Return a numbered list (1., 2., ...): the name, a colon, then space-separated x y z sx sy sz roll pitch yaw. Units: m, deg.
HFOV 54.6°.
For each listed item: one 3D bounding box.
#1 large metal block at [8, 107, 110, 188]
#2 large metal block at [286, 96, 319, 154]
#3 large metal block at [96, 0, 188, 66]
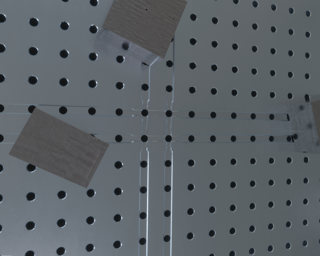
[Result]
1. large metal block: -0.110 0.020 0.343 0.080 0.080 0.050 29 81 -18
2. large metal block: 0.259 -0.009 0.494 0.081 0.050 0.080 -16 95 -19
3. large metal block: -0.024 -0.136 0.390 0.080 0.050 0.080 24 82 -19
